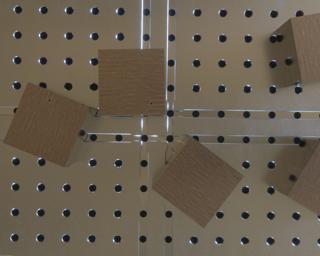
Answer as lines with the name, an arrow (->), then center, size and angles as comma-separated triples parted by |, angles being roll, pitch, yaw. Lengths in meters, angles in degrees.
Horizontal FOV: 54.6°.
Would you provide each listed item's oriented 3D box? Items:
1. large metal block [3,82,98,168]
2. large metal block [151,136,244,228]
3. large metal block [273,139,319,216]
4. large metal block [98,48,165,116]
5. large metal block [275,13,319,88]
large metal block -> -0.138, -0.004, 0.400 | 0.080, 0.050, 0.080 | 22, 90, 0
large metal block -> 0.046, 0.066, 0.401 | 0.080, 0.050, 0.080 | 37, 90, 0
large metal block -> 0.210, 0.069, 0.402 | 0.080, 0.050, 0.080 | 31, 90, 0
large metal block -> -0.034, -0.056, 0.401 | 0.080, 0.050, 0.080 | -1, 90, 0
large metal block -> 0.206, -0.102, 0.402 | 0.080, 0.050, 0.080 | -10, 90, 0
